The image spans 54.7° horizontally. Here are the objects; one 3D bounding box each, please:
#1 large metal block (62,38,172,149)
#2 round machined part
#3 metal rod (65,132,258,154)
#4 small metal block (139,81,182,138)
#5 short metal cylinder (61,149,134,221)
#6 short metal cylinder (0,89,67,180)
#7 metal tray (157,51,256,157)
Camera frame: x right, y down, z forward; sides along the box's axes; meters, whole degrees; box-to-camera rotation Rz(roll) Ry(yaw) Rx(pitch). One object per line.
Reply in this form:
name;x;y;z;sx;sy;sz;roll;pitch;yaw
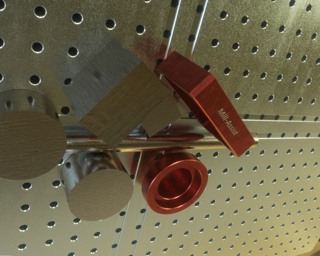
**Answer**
large metal block;-0.048;-0.039;0.325;0.080;0.080;0.050;-44;130;2
round machined part;0.018;0.076;0.457;0.099;0.042;0.097;-14;124;-21
metal rod;0.019;0.019;0.433;0.303;0.025;0.025;1;118;-29
small metal block;-0.007;-0.024;0.392;0.050;0.025;0.050;-34;129;-6
short metal cylinder;-0.080;0.070;0.394;0.081;0.050;0.079;-14;124;-21
short metal cylinder;-0.142;0.007;0.320;0.081;0.050;0.079;-14;124;-21
metal tray;0.058;-0.028;0.383;0.030;0.090;0.130;-43;129;1
